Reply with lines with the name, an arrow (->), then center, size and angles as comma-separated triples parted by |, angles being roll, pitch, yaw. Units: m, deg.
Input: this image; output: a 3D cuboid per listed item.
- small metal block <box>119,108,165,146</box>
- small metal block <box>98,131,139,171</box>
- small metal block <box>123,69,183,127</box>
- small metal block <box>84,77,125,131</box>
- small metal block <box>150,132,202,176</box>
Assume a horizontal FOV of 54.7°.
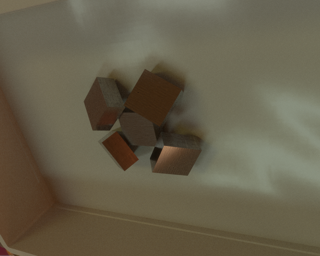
small metal block -> -0.024, -0.004, 0.416 | 0.050, 0.025, 0.050 | 2, 119, 27
small metal block -> -0.061, 0.032, 0.443 | 0.050, 0.025, 0.050 | 53, 166, -10
small metal block -> -0.007, -0.035, 0.373 | 0.050, 0.025, 0.050 | 31, 91, 8
small metal block -> -0.075, -0.031, 0.410 | 0.050, 0.025, 0.050 | -50, 52, 40
small metal block -> 0.019, 0.035, 0.403 | 0.050, 0.025, 0.050 | 8, 130, -18
